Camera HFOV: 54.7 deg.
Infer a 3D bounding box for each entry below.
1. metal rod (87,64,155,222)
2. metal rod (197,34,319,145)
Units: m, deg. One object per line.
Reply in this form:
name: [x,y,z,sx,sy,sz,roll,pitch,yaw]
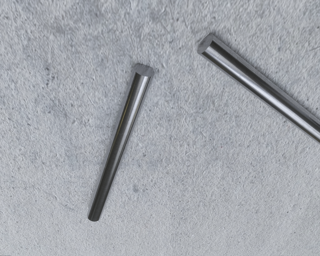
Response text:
metal rod: [-0.066,0.042,0.442,0.025,0.025,0.298,14,129,-12]
metal rod: [0.167,-0.021,0.392,0.301,0.025,0.025,30,124,-24]
